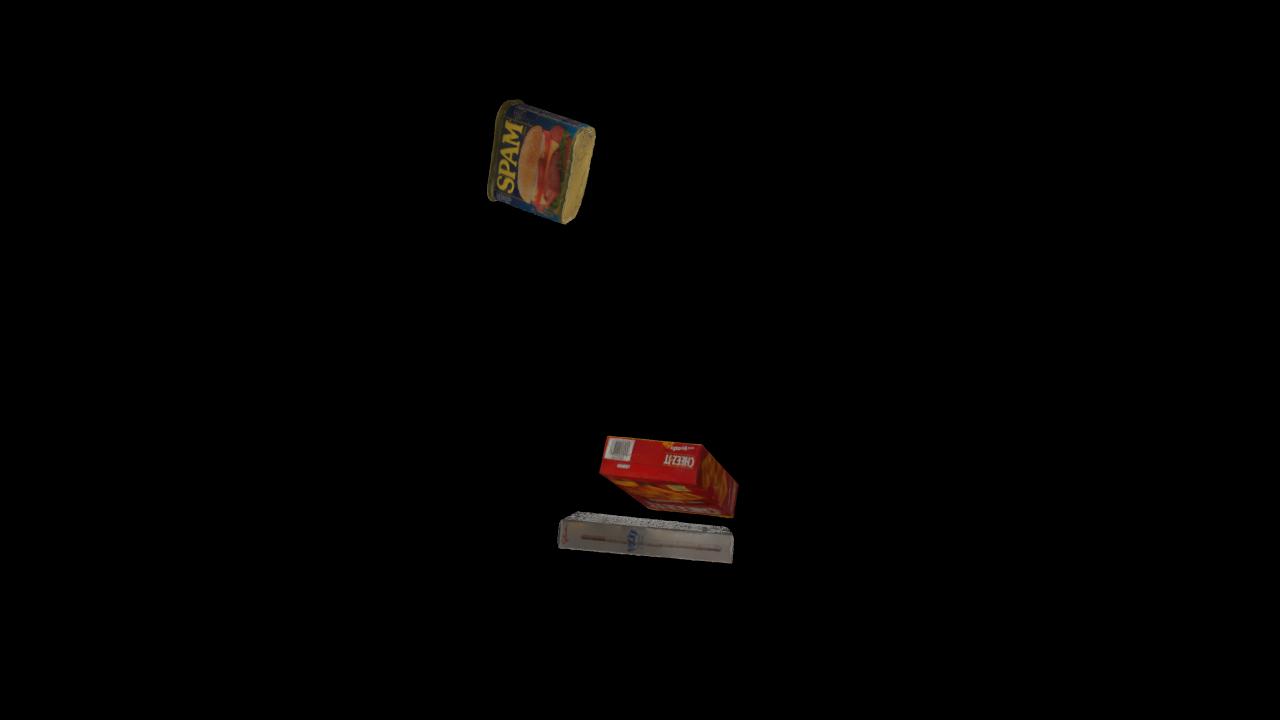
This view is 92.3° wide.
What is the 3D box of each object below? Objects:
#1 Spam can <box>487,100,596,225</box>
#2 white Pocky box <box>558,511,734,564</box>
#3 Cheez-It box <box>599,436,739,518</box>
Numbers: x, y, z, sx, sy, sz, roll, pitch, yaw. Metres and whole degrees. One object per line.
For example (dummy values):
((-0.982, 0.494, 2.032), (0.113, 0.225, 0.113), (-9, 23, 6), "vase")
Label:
((-0.099, -0.197, 0.619), (0.085, 0.101, 0.058), (22, 30, 8), "Spam can")
((0.007, 0.164, 0.572), (0.154, 0.028, 0.084), (4, -9, 6), "white Pocky box")
((0.054, 0.198, 1.019), (0.166, 0.071, 0.223), (1, -26, 25), "Cheez-It box")
